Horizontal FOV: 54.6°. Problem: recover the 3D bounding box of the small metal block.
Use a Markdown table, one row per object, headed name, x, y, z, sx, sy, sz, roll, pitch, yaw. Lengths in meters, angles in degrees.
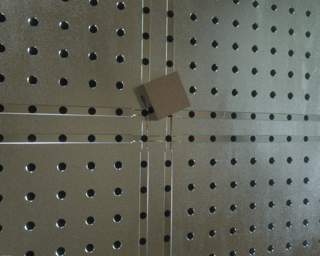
| name | x | y | z | sx | sy | sz | roll | pitch | yaw |
| --- | --- | --- | --- | --- | --- | --- | --- | --- | --- |
| small metal block | 0.006 | -0.043 | 0.415 | 0.050 | 0.025 | 0.050 | -25 | 98 | -18 |
